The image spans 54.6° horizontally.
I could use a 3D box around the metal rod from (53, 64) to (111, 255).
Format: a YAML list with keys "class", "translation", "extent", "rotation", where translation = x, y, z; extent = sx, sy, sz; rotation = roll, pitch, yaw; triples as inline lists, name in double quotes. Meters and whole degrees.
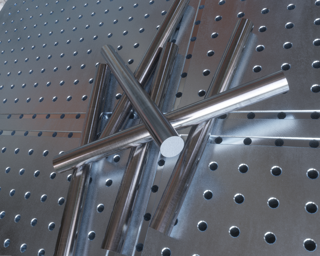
- class: "metal rod"
  translation: [-0.105, 0.030, 0.446]
  extent: [0.025, 0.025, 0.300]
  rotation: [-9, 58, 23]

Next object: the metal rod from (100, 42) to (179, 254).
- class: "metal rod"
  translation: [-0.019, 0.008, 0.414]
  extent: [0.025, 0.025, 0.300]
  rotation: [1, 62, 29]

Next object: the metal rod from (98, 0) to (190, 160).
- class: "metal rod"
  translation: [-0.023, -0.090, 0.476]
  extent: [0.025, 0.025, 0.300]
  rotation: [13, 68, 33]

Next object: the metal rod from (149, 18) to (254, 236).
- class: "metal rod"
  translation: [0.059, -0.016, 0.387]
  extent: [0.025, 0.025, 0.300]
  rotation: [12, 68, 33]

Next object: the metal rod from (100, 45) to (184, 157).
- class: "metal rod"
  translation: [-0.040, -0.057, 0.422]
  extent: [0.025, 0.025, 0.300]
  rotation: [-38, 38, 3]

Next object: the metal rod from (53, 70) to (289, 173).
- class: "metal rod"
  translation: [0.000, -0.001, 0.376]
  extent: [0.300, 0.025, 0.025]
  rotation: [-20, 54, 16]
